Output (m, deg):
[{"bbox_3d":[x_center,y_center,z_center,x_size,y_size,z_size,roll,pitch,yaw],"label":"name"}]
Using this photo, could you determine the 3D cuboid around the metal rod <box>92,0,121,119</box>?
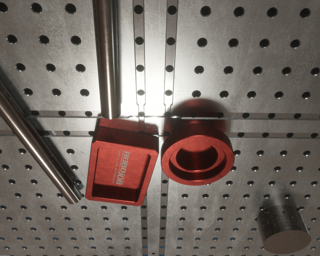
[{"bbox_3d":[-0.053,-0.132,0.298,0.025,0.025,0.298,2,130,-3],"label":"metal rod"}]

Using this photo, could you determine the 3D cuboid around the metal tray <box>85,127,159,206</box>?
[{"bbox_3d":[-0.059,0.062,0.459,0.091,0.030,0.129,10,130,-9],"label":"metal tray"}]

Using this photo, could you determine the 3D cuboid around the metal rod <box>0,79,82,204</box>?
[{"bbox_3d":[-0.179,0.005,0.413,0.025,0.025,0.299,-12,129,10],"label":"metal rod"}]

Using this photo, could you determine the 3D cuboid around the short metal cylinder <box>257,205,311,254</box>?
[{"bbox_3d":[0.220,0.182,0.554,0.081,0.050,0.079,0,130,0],"label":"short metal cylinder"}]

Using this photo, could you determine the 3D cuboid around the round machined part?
[{"bbox_3d":[0.050,0.033,0.429,0.099,0.042,0.097,0,130,0],"label":"round machined part"}]
